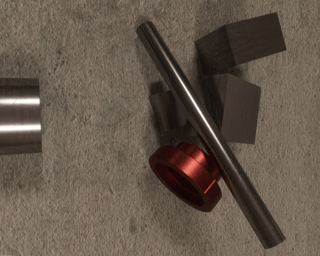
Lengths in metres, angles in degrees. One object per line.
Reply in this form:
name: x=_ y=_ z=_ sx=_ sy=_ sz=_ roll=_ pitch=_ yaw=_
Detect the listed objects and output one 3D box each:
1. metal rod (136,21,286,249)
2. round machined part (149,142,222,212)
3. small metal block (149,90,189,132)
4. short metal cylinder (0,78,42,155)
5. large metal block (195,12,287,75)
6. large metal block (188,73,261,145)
metal rod: x=0.051 y=-0.004 z=0.365 sx=0.025 sy=0.025 sz=0.299 roll=-24 pitch=74 yaw=-19
round machined part: x=0.037 y=0.056 z=0.385 sx=0.042 sy=0.098 sz=0.098 roll=-46 pitch=105 yaw=-22
small metal block: x=0.018 y=-0.027 z=0.417 sx=0.050 sy=0.025 sz=0.050 roll=-19 pitch=97 yaw=-19
short metal cylinder: x=-0.152 y=-0.012 z=0.324 sx=0.050 sy=0.080 sz=0.079 roll=-2 pitch=91 yaw=-20
large metal block: x=0.106 y=-0.112 z=0.420 sx=0.081 sy=0.080 sz=0.050 roll=-19 pitch=97 yaw=-19
large metal block: x=0.089 y=-0.023 z=0.415 sx=0.081 sy=0.050 sz=0.080 roll=10 pitch=86 yaw=-44
